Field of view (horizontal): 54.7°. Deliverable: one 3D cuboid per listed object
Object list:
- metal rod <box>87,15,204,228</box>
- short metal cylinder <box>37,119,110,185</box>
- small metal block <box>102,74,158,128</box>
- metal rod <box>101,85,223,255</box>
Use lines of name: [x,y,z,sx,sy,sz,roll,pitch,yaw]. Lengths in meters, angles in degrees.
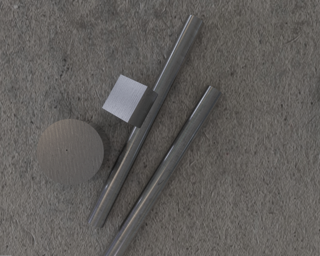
metal rod: [-0.019,-0.009,0.409,0.025,0.025,0.299,26,90,0]
short metal cylinder: [-0.108,0.029,0.397,0.081,0.050,0.080,0,90,0]
small metal block: [-0.039,-0.035,0.398,0.050,0.025,0.050,29,90,35]
metal rod: [-0.006,0.077,0.410,0.025,0.025,0.299,32,90,0]
